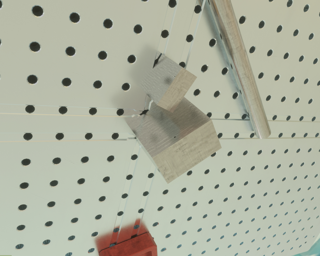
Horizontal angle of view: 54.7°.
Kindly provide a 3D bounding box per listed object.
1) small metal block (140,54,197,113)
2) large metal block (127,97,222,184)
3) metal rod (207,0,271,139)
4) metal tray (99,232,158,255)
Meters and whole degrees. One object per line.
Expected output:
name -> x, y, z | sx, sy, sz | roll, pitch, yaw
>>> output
small metal block -> 0.009, -0.054, 0.368 | 0.025, 0.050, 0.050 | 25, 104, -37
large metal block -> 0.017, 0.010, 0.393 | 0.080, 0.080, 0.050 | -33, 129, -7
metal rod -> 0.107, -0.088, 0.417 | 0.025, 0.025, 0.299 | -37, 130, -4
metal tray -> -0.050, 0.248, 0.536 | 0.091, 0.030, 0.129 | -16, 125, -20
